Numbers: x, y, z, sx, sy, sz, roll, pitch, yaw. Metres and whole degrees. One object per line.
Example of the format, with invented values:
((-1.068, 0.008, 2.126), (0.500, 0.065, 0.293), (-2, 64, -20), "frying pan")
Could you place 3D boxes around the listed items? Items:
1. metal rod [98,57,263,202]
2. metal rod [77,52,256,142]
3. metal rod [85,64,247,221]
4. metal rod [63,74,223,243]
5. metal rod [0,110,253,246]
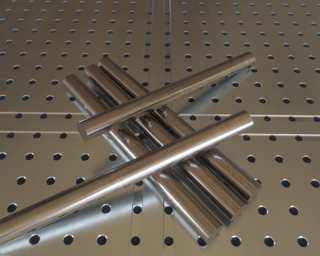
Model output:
((0.009, -0.014, 0.419), (0.025, 0.025, 0.300), (-33, 58, -25), "metal rod")
((0.029, -0.054, 0.427), (0.302, 0.025, 0.025), (-26, 55, -31), "metal rod")
((-0.011, 0.002, 0.406), (0.025, 0.025, 0.300), (-32, 57, -24), "metal rod")
((-0.039, 0.019, 0.390), (0.025, 0.025, 0.300), (-32, 57, -24), "metal rod")
((-0.034, 0.050, 0.338), (0.302, 0.025, 0.025), (-24, 54, -9), "metal rod")
